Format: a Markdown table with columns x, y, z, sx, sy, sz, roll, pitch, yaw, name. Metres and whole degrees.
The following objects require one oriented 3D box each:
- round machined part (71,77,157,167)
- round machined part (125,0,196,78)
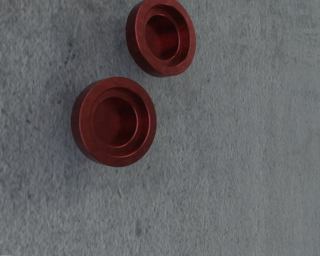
| x | y | z | sx | sy | sz | roll | pitch | yaw | name |
| --- | --- | --- | --- | --- | --- | --- | --- | --- | --- |
| -0.054 | -0.007 | 0.350 | 0.099 | 0.042 | 0.097 | 0 | 90 | -40 | round machined part |
| -0.003 | -0.112 | 0.393 | 0.099 | 0.042 | 0.097 | 0 | 90 | -40 | round machined part |
